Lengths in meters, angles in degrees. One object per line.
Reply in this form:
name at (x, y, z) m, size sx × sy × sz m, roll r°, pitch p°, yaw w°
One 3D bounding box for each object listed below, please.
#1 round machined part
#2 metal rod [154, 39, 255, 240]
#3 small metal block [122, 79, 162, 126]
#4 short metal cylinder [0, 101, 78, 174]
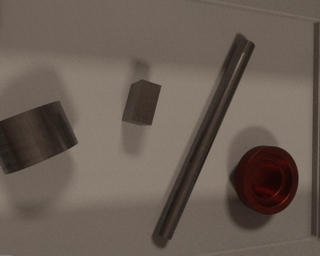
round machined part at (0.152, 0.075, 0.460) m, size 0.099 × 0.042 × 0.097 m, roll 0°, pitch 90°, yaw -21°
metal rod at (0.066, 0.010, 0.436) m, size 0.025 × 0.025 × 0.299 m, roll 28°, pitch 81°, yaw -18°
small metal block at (-0.024, -0.030, 0.389) m, size 0.025 × 0.050 × 0.050 m, roll 16°, pitch 85°, yaw -20°
short metal cylinder at (-0.136, 0.009, 0.331) m, size 0.081 × 0.080 × 0.050 m, roll -24°, pitch 99°, yaw -19°
